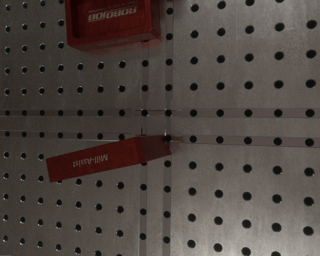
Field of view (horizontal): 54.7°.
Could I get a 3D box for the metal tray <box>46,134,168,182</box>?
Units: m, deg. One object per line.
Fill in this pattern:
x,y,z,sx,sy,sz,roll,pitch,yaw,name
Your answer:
-0.065,0.038,0.399,0.130,0.090,0.030,-14,86,19,metal tray

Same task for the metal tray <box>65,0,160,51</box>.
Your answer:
-0.068,-0.164,0.432,0.130,0.030,0.089,-4,89,19,metal tray
